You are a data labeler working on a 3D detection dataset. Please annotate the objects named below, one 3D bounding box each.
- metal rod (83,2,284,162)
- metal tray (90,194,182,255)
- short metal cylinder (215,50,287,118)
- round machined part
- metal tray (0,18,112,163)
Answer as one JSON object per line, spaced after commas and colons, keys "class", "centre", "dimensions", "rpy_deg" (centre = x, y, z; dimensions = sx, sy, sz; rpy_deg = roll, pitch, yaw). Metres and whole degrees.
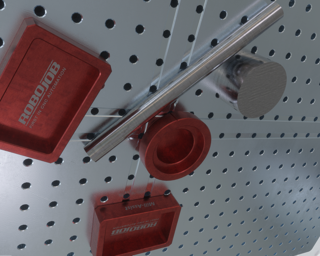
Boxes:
{"class": "metal rod", "centre": [0.032, -0.060, 0.391], "dimensions": [0.301, 0.025, 0.025], "rpy_deg": [-38, 129, -3]}
{"class": "metal tray", "centre": [-0.037, 0.156, 0.484], "dimensions": [0.131, 0.030, 0.089], "rpy_deg": [-3, 120, -27]}
{"class": "short metal cylinder", "centre": [0.124, -0.060, 0.426], "dimensions": [0.081, 0.050, 0.079], "rpy_deg": [-14, 124, -21]}
{"class": "round machined part", "centre": [0.017, 0.020, 0.422], "dimensions": [0.099, 0.042, 0.097], "rpy_deg": [-14, 124, -21]}
{"class": "metal tray", "centre": [-0.122, -0.033, 0.320], "dimensions": [0.090, 0.030, 0.129], "rpy_deg": [25, 105, -37]}
